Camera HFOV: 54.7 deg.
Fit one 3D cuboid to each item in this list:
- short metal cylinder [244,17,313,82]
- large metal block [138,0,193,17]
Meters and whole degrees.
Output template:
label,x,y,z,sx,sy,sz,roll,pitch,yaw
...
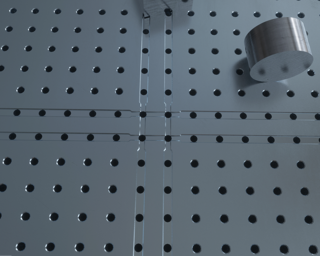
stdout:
label,x,y,z,sx,sy,sz,roll,pitch,yaw
short metal cylinder,0.160,-0.104,0.423,0.081,0.080,0.050,-4,70,-2
large metal block,0.002,-0.230,0.483,0.081,0.050,0.080,-16,71,-6
